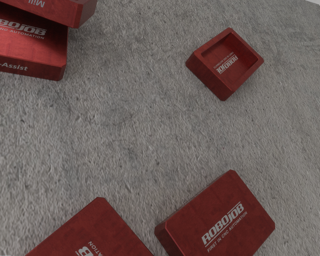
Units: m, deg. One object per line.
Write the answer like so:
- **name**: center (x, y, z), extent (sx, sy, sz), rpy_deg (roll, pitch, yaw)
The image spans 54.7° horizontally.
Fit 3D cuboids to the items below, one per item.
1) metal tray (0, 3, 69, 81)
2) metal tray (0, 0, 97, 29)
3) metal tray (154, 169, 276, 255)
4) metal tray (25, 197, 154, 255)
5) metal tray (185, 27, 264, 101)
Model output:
- **metal tray**: center (-0.180, -0.111, 0.371), extent (0.131, 0.030, 0.090), rpy_deg (7, 59, -24)
- **metal tray**: center (-0.153, -0.173, 0.391), extent (0.131, 0.030, 0.090), rpy_deg (19, 31, -8)
- **metal tray**: center (0.069, 0.118, 0.365), extent (0.131, 0.030, 0.090), rpy_deg (-28, 77, -37)
- **metal tray**: center (-0.050, 0.142, 0.287), extent (0.130, 0.030, 0.091), rpy_deg (48, 51, 5)
- **metal tray**: center (0.114, -0.113, 0.529), extent (0.090, 0.030, 0.131), rpy_deg (46, 51, 3)
